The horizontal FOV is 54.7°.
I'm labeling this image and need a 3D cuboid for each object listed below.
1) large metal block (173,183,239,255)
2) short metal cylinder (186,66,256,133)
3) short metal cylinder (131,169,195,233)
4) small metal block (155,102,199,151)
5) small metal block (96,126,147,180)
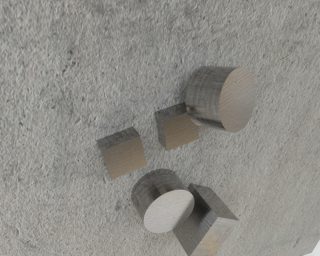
[{"bbox_3d":[0.066,0.149,0.500,0.050,0.080,0.080,21,107,-36],"label":"large metal block"},{"bbox_3d":[0.078,-0.038,0.392,0.081,0.050,0.079,-14,110,-42],"label":"short metal cylinder"},{"bbox_3d":[0.004,0.108,0.459,0.081,0.050,0.079,-14,124,-21],"label":"short metal cylinder"},{"bbox_3d":[0.024,-0.003,0.418,0.050,0.025,0.050,-20,126,-17],"label":"small metal block"},{"bbox_3d":[-0.049,0.032,0.401,0.050,0.025,0.050,-22,127,-15],"label":"small metal block"}]
